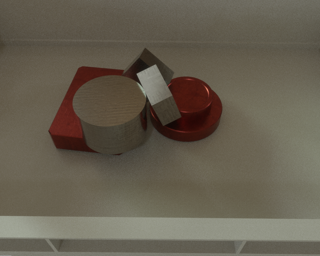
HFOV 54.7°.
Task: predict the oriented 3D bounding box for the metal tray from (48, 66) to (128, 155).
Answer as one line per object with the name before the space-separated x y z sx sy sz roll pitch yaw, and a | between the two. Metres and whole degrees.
metal tray | -0.082 -0.028 0.420 0.091 0.030 0.130 6 50 4

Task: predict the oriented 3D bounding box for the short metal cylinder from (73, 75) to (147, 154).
short metal cylinder | -0.056 -0.016 0.361 0.081 0.050 0.080 0 50 0

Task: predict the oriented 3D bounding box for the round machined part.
round machined part | 0.035 -0.032 0.419 0.099 0.042 0.098 0 50 0

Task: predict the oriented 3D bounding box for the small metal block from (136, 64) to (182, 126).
small metal block | 0.000 -0.038 0.368 0.025 0.050 0.050 -26 60 2

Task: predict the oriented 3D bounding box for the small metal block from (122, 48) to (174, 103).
small metal block | -0.018 -0.069 0.411 0.050 0.050 0.025 38 44 -17
